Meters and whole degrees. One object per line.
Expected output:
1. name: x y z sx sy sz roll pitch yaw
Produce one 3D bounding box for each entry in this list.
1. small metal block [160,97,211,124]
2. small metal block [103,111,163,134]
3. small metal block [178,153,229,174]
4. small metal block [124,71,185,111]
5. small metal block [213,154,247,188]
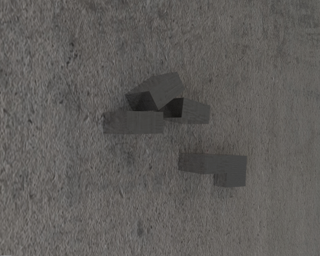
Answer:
1. small metal block: 0.031 -0.022 0.414 0.050 0.050 0.025 11 83 -40
2. small metal block: -0.032 -0.006 0.362 0.050 0.050 0.025 -1 91 -40
3. small metal block: 0.062 0.049 0.440 0.050 0.050 0.025 4 88 -40
4. small metal block: -0.007 -0.044 0.382 0.050 0.050 0.025 -40 115 -33
5. small metal block: 0.114 0.068 0.500 0.050 0.025 0.050 6 86 -40
